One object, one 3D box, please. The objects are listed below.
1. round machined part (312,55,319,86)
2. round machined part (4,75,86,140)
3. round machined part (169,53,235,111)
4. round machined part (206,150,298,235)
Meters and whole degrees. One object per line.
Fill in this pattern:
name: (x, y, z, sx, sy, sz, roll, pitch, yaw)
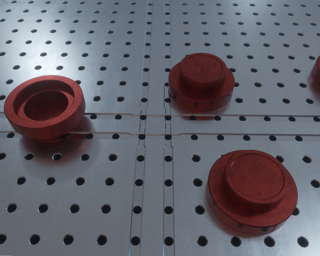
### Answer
round machined part: (0.294, -0.092, 0.478, 0.099, 0.042, 0.098, 0, 50, 0)
round machined part: (-0.149, -0.023, 0.414, 0.099, 0.042, 0.098, 0, 50, 0)
round machined part: (0.062, -0.075, 0.460, 0.099, 0.042, 0.098, 0, 50, 0)
round machined part: (0.103, 0.063, 0.345, 0.099, 0.042, 0.098, 0, 50, 0)
